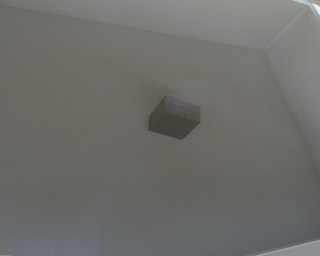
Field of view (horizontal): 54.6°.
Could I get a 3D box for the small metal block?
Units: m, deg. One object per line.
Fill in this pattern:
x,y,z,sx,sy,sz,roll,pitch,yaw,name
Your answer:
0.019,-0.012,0.406,0.050,0.050,0.025,17,55,-19,small metal block
